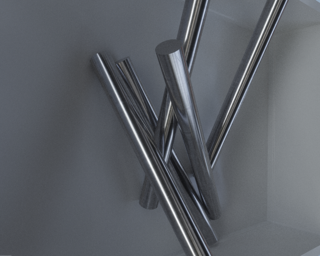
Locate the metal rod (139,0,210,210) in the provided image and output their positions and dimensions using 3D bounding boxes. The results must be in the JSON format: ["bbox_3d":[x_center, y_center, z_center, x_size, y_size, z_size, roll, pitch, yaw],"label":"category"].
[{"bbox_3d":[0.017,-0.039,0.350,0.025,0.025,0.298,-4,116,-40],"label":"metal rod"}]

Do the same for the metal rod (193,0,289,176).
[{"bbox_3d":[0.111,-0.060,0.421,0.025,0.025,0.298,6,112,-40],"label":"metal rod"}]

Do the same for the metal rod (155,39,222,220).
[{"bbox_3d":[0.046,0.029,0.380,0.025,0.025,0.299,-50,141,-28],"label":"metal rod"}]

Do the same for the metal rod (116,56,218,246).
[{"bbox_3d":[0.015,0.045,0.421,0.025,0.025,0.299,-41,115,-33],"label":"metal rod"}]

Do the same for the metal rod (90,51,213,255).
[{"bbox_3d":[-0.001,0.051,0.330,0.025,0.025,0.299,-20,79,-39],"label":"metal rod"}]
